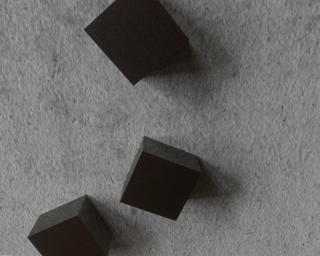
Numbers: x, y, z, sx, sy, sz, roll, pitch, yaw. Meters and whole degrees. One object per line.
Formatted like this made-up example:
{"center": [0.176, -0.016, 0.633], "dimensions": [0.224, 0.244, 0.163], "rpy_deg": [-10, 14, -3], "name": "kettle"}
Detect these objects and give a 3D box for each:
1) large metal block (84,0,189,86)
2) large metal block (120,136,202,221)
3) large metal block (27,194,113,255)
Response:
{"center": [-0.025, -0.109, 0.356], "dimensions": [0.080, 0.050, 0.080], "rpy_deg": [-38, 106, 12], "name": "large metal block"}
{"center": [0.000, 0.068, 0.422], "dimensions": [0.080, 0.050, 0.079], "rpy_deg": [21, 109, -8], "name": "large metal block"}
{"center": [-0.127, 0.157, 0.453], "dimensions": [0.080, 0.050, 0.080], "rpy_deg": [-25, 109, 8], "name": "large metal block"}
